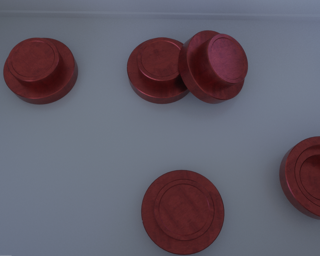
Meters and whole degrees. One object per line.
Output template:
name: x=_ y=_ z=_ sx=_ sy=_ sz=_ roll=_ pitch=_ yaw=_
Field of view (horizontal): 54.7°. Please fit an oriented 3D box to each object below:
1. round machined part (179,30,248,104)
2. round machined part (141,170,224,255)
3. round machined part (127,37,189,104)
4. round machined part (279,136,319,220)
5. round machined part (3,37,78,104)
round machined part: x=0.077 y=-0.084 z=0.409 sx=0.099 sy=0.042 sz=0.098 roll=8 pitch=75 yaw=-29
round machined part: x=0.027 y=0.097 z=0.365 sx=0.099 sy=0.042 sz=0.098 roll=0 pitch=70 yaw=0
round machined part: x=0.003 y=-0.086 z=0.432 sx=0.099 sy=0.042 sz=0.098 roll=0 pitch=70 yaw=0
round machined part: x=0.195 y=0.063 z=0.379 sx=0.099 sy=0.042 sz=0.098 roll=0 pitch=70 yaw=0
round machined part: x=-0.169 y=-0.086 z=0.431 sx=0.099 sy=0.042 sz=0.098 roll=0 pitch=70 yaw=0
